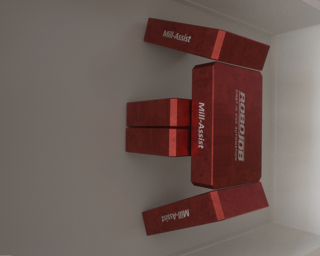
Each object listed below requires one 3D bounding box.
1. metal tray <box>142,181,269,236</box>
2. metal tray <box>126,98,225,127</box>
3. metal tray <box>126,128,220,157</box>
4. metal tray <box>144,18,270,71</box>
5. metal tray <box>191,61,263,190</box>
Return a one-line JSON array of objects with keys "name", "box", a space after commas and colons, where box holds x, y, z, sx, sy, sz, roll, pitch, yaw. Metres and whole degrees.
[{"name": "metal tray", "box": [0.051, 0.099, 0.378, 0.091, 0.130, 0.030, 1, 68, -41]}, {"name": "metal tray", "box": [0.035, -0.016, 0.392, 0.131, 0.090, 0.030, 1, 90, -40]}, {"name": "metal tray", "box": [0.034, 0.016, 0.392, 0.131, 0.090, 0.030, 1, 90, -40]}, {"name": "metal tray", "box": [0.053, -0.104, 0.379, 0.091, 0.130, 0.030, 1, 110, -40]}, {"name": "metal tray", "box": [0.077, -0.002, 0.348, 0.091, 0.030, 0.129, 1, 89, -41]}]
